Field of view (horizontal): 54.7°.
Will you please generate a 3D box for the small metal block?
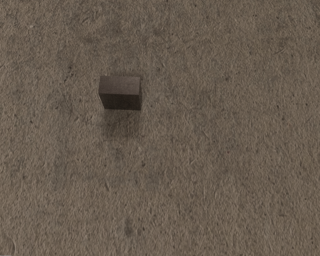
[{"bbox_3d":[-0.051,-0.045,0.411,0.050,0.050,0.025,2,70,0],"label":"small metal block"}]
